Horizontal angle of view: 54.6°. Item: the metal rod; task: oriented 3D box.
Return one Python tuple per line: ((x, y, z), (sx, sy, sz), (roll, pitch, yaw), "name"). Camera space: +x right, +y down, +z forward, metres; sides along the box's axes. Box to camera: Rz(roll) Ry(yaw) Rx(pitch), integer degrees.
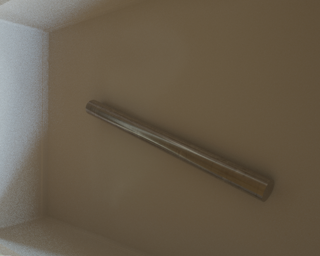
((0.001, 0.015, 0.405), (0.300, 0.025, 0.025), (24, 105, 37), "metal rod")
